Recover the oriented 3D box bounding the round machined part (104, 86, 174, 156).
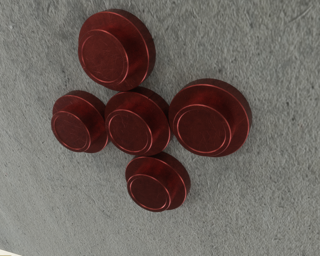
[{"bbox_3d":[-0.032,-0.003,0.411,0.098,0.042,0.097,13,124,20],"label":"round machined part"}]

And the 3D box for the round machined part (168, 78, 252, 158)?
[{"bbox_3d":[0.054,-0.005,0.365,0.098,0.042,0.097,13,124,20],"label":"round machined part"}]

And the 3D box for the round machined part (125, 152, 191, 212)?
[{"bbox_3d":[-0.008,0.083,0.451,0.098,0.042,0.097,13,124,20],"label":"round machined part"}]

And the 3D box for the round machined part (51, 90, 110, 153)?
[{"bbox_3d":[-0.119,-0.003,0.456,0.098,0.042,0.097,13,124,20],"label":"round machined part"}]

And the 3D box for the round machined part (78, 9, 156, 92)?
[{"bbox_3d":[-0.058,-0.089,0.372,0.098,0.042,0.097,13,124,20],"label":"round machined part"}]
